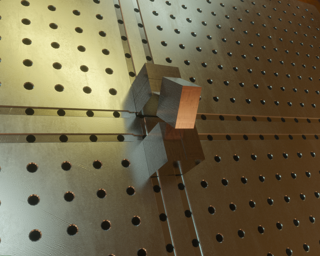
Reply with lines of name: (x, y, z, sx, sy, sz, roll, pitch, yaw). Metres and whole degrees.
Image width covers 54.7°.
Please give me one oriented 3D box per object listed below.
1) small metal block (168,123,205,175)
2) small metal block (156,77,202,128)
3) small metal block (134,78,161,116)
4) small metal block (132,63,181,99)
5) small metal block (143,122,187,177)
small metal block: (0.027, 0.026, 0.391, 0.025, 0.050, 0.050, 1, 61, -28)
small metal block: (0.021, -0.031, 0.371, 0.025, 0.050, 0.050, 0, 19, -28)
small metal block: (0.000, -0.039, 0.417, 0.050, 0.050, 0.025, 2, 61, -28)
small metal block: (-0.005, -0.062, 0.428, 0.050, 0.050, 0.025, 2, 61, -28)
small metal block: (0.004, 0.027, 0.379, 0.025, 0.050, 0.050, 1, 61, -28)
